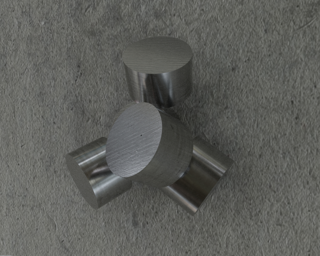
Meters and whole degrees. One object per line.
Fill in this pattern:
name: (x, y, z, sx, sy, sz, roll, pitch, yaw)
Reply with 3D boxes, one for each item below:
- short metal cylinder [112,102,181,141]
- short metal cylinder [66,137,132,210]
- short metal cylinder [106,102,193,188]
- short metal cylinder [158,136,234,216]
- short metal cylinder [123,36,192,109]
short metal cylinder: (-0.015, 0.006, 0.402, 0.080, 0.050, 0.080, 0, 89, 19)
short metal cylinder: (-0.080, 0.058, 0.403, 0.080, 0.050, 0.079, 38, 144, 36)
short metal cylinder: (-0.012, 0.019, 0.330, 0.080, 0.050, 0.080, -21, 56, 36)
short metal cylinder: (0.043, 0.056, 0.366, 0.050, 0.080, 0.080, 36, 102, 16)
short metal cylinder: (-0.001, -0.068, 0.375, 0.080, 0.080, 0.050, 15, 138, 19)
